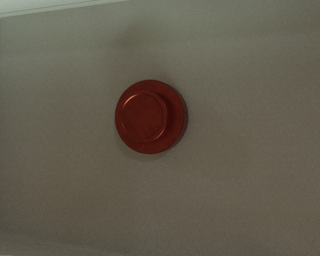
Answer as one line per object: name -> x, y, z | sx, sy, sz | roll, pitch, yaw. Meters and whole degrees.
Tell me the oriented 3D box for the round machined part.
round machined part -> -0.016, -0.015, 0.404 | 0.098, 0.042, 0.097 | 0, 90, 20
